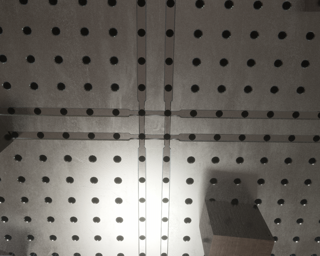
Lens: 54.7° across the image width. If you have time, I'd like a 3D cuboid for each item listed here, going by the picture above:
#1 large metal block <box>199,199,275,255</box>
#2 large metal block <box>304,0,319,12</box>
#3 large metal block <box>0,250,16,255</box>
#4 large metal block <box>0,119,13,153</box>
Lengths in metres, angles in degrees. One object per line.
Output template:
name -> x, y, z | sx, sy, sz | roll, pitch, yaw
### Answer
large metal block -> 0.104, 0.149, 0.441 | 0.081, 0.080, 0.050 | 7, 110, -3
large metal block -> 0.212, -0.174, 0.339 | 0.080, 0.050, 0.079 | -5, 110, 1
large metal block -> -0.263, 0.231, 0.466 | 0.080, 0.080, 0.050 | 27, 108, -10
large metal block -> -0.250, 0.023, 0.389 | 0.080, 0.080, 0.050 | -19, 109, 6
